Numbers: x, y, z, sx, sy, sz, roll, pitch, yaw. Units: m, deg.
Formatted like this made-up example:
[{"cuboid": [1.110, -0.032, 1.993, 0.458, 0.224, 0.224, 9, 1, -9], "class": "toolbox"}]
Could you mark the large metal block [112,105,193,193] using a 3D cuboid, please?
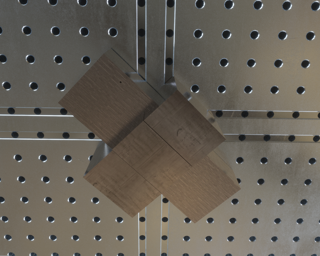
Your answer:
[{"cuboid": [-0.008, 0.021, 0.392, 0.050, 0.080, 0.080, -42, 105, 14], "class": "large metal block"}]

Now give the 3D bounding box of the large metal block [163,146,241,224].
[{"cuboid": [0.049, 0.069, 0.426, 0.080, 0.050, 0.080, -42, 105, 14], "class": "large metal block"}]

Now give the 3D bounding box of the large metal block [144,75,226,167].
[{"cuboid": [0.028, -0.012, 0.381, 0.050, 0.080, 0.080, -42, 105, 14], "class": "large metal block"}]

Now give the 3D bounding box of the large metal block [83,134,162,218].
[{"cuboid": [-0.044, 0.054, 0.404, 0.050, 0.080, 0.080, -42, 105, 14], "class": "large metal block"}]

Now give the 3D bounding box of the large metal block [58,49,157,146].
[{"cuboid": [-0.061, -0.038, 0.382, 0.080, 0.050, 0.080, -43, 105, 15], "class": "large metal block"}]
